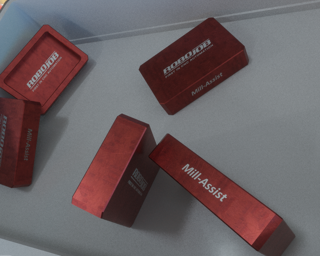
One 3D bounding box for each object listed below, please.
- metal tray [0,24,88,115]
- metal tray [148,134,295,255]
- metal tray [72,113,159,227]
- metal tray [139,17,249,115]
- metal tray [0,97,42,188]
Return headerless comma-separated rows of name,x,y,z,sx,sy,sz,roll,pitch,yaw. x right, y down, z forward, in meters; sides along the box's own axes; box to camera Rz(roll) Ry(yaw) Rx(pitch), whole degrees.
metal tray,-0.197,-0.097,0.528,0.130,0.090,0.030,-55,14,-11
metal tray,0.057,0.064,0.293,0.030,0.090,0.130,-51,52,-3
metal tray,-0.035,0.052,0.324,0.030,0.130,0.090,22,72,14
metal tray,0.044,-0.088,0.434,0.130,0.030,0.090,-34,51,5
metal tray,-0.233,0.019,0.480,0.090,0.030,0.129,8,90,31
